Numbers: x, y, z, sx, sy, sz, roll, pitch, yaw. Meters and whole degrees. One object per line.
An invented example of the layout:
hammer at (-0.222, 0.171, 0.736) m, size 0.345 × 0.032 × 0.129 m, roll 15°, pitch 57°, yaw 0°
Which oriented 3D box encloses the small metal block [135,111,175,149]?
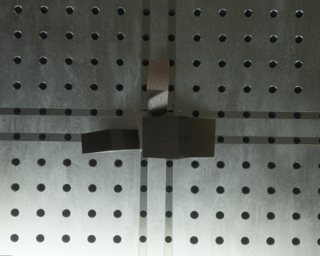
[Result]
small metal block at (-0.007, 0.003, 0.414) m, size 0.050 × 0.025 × 0.050 m, roll 2°, pitch 90°, yaw 0°

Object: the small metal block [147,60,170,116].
small metal block at (-0.002, -0.049, 0.391) m, size 0.025 × 0.050 × 0.050 m, roll 3°, pitch 54°, yaw 1°

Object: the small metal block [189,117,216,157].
small metal block at (0.044, 0.012, 0.403) m, size 0.050 × 0.025 × 0.050 m, roll 3°, pitch 90°, yaw -31°

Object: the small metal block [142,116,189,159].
small metal block at (0.006, 0.011, 0.377) m, size 0.050 × 0.025 × 0.050 m, roll 0°, pitch 90°, yaw 33°

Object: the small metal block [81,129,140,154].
small metal block at (-0.062, 0.017, 0.390) m, size 0.050 × 0.050 × 0.025 m, roll -9°, pitch 84°, yaw 35°
